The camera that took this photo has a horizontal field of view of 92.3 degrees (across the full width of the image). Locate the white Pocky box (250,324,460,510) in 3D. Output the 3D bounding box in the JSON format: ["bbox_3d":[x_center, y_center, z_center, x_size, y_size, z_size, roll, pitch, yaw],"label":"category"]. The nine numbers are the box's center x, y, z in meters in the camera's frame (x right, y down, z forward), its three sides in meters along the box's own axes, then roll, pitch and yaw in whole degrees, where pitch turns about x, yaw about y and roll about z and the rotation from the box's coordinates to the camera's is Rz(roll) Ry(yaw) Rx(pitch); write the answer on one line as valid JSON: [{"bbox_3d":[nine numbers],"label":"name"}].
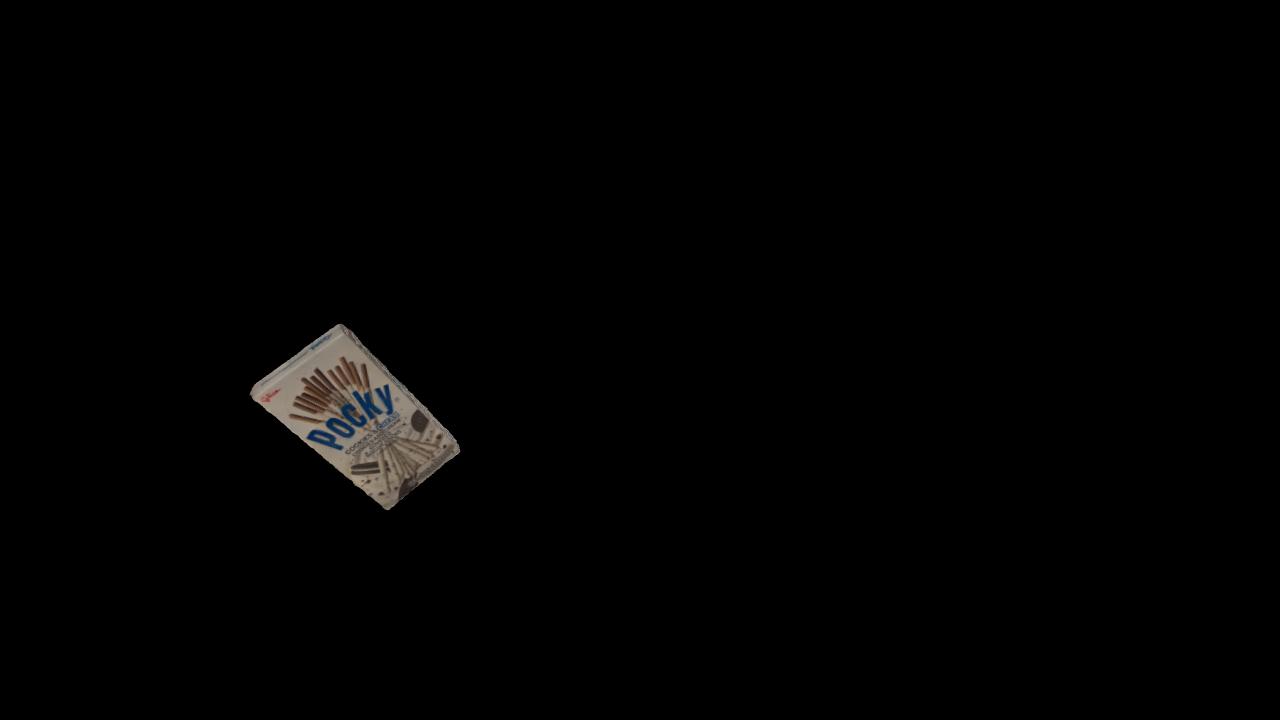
[{"bbox_3d":[-0.230,0.051,0.516,0.084,0.154,0.028,-40,37,-11],"label":"white Pocky box"}]
